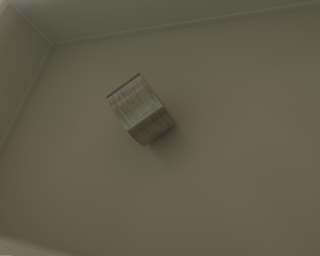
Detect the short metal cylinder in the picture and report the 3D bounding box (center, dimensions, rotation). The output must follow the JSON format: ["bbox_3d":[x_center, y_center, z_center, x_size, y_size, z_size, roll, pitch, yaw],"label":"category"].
[{"bbox_3d":[-0.022,-0.023,0.392,0.050,0.080,0.080,-36,51,4],"label":"short metal cylinder"}]
